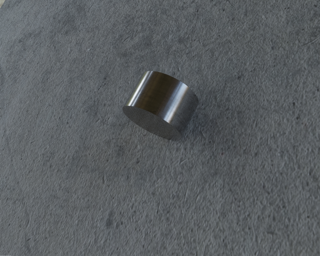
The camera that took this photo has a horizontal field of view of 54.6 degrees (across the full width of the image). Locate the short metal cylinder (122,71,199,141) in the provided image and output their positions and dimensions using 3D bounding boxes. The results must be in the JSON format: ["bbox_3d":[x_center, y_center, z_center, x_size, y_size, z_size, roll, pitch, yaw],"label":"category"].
[{"bbox_3d":[0.001,-0.026,0.385,0.080,0.080,0.050,16,70,34],"label":"short metal cylinder"}]
